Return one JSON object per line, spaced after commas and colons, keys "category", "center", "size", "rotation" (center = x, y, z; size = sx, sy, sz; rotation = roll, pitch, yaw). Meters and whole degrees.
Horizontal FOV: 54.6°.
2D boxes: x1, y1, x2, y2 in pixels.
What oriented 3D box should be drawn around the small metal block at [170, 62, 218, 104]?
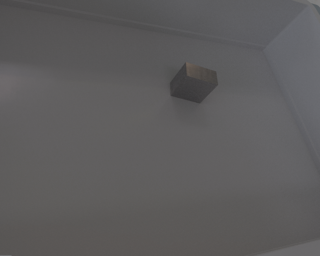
{"category": "small metal block", "center": [0.049, -0.065, 0.455], "size": [0.050, 0.050, 0.025], "rotation": [13, 57, -21]}
